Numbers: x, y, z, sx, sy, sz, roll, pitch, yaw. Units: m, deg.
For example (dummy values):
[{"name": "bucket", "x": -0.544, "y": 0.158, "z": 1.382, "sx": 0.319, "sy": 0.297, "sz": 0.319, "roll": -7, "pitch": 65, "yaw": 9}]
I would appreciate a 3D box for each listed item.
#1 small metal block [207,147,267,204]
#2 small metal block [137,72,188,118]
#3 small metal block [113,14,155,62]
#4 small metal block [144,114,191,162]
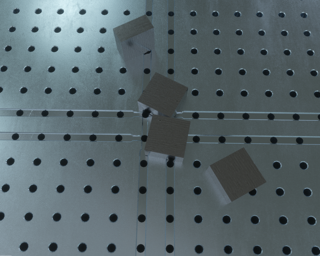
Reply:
[{"name": "small metal block", "x": 0.095, "y": 0.060, "z": 0.390, "sx": 0.050, "sy": 0.025, "sz": 0.050, "roll": -27, "pitch": 72, "yaw": -9}, {"name": "small metal block", "x": 0.004, "y": -0.041, "z": 0.427, "sx": 0.050, "sy": 0.025, "sz": 0.050, "roll": 27, "pitch": 72, "yaw": 9}, {"name": "small metal block", "x": -0.036, "y": -0.128, "z": 0.445, "sx": 0.050, "sy": 0.050, "sz": 0.025, "roll": -27, "pitch": 72, "yaw": -9}, {"name": "small metal block", "x": 0.010, "y": 0.014, "z": 0.407, "sx": 0.050, "sy": 0.025, "sz": 0.050, "roll": 11, "pitch": 70, "yaw": 4}]
